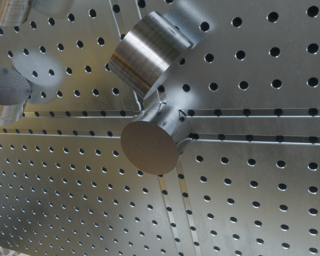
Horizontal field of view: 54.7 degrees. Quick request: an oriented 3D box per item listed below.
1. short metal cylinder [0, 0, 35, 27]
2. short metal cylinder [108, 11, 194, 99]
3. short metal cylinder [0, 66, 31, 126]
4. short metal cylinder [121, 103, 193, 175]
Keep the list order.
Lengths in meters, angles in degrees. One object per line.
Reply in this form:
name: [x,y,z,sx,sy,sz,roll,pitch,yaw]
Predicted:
short metal cylinder: [-0.193,-0.170,0.373,0.080,0.080,0.050,43,129,-2]
short metal cylinder: [-0.009,-0.077,0.333,0.050,0.080,0.080,42,129,-1]
short metal cylinder: [-0.248,-0.050,0.476,0.080,0.080,0.050,40,129,0]
short metal cylinder: [-0.004,0.014,0.406,0.080,0.050,0.079,13,124,21]
